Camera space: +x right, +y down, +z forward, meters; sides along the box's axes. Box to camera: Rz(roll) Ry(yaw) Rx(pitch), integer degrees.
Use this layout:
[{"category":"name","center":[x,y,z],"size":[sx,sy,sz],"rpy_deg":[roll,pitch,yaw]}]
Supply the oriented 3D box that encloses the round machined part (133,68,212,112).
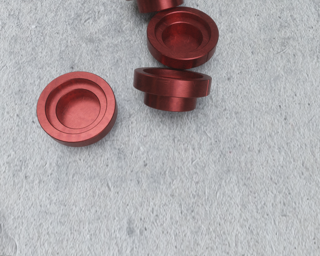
[{"category":"round machined part","center":[0.015,-0.049,0.398],"size":[0.099,0.098,0.042],"rpy_deg":[7,108,2]}]

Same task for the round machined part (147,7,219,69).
[{"category":"round machined part","center":[0.031,-0.122,0.439],"size":[0.099,0.042,0.098],"rpy_deg":[1,62,-1]}]

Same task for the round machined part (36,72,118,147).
[{"category":"round machined part","center":[-0.105,-0.021,0.406],"size":[0.099,0.042,0.098],"rpy_deg":[0,70,0]}]

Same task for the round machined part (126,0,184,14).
[{"category":"round machined part","center":[-0.002,-0.197,0.453],"size":[0.098,0.042,0.098],"rpy_deg":[-11,26,6]}]
